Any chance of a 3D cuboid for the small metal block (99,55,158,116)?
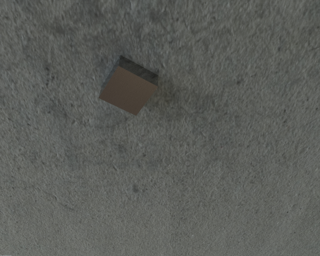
[{"bbox_3d":[-0.037,-0.049,0.365,0.050,0.025,0.050,26,125,-21],"label":"small metal block"}]
